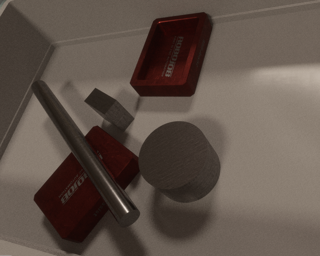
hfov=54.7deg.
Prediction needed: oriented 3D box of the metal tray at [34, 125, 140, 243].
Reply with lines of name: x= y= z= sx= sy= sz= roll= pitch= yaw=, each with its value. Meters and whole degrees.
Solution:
metal tray: x=-0.095 y=0.070 z=0.408 sx=0.090 sy=0.030 sz=0.130 roll=33 pitch=79 yaw=37

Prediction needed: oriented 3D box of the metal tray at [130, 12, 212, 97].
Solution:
metal tray: x=0.018 y=-0.108 z=0.458 sx=0.090 sy=0.030 sz=0.130 roll=3 pitch=63 yaw=29

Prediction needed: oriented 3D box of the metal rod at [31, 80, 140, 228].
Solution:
metal rod: x=-0.115 y=0.013 z=0.416 sx=0.025 sy=0.025 sz=0.300 roll=-44 pitch=51 yaw=-2

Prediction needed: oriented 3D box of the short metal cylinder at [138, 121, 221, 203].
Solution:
short metal cylinder: x=0.023 y=0.039 z=0.353 sx=0.080 sy=0.050 sz=0.080 roll=-13 pitch=56 yaw=20

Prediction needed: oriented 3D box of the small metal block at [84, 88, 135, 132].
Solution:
small metal block: x=-0.072 y=-0.026 z=0.441 sx=0.050 sy=0.050 sz=0.025 roll=31 pitch=79 yaw=37
